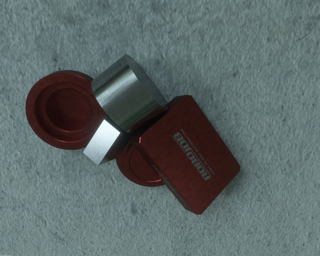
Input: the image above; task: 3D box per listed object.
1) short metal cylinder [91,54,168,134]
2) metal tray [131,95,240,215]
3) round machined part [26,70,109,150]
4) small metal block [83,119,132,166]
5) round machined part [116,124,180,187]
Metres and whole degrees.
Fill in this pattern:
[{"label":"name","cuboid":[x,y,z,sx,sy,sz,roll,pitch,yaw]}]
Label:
[{"label":"short metal cylinder","cuboid":[-0.035,-0.040,0.367,0.050,0.080,0.080,-36,107,12]},{"label":"metal tray","cuboid":[0.036,0.034,0.398,0.090,0.030,0.130,-43,108,-19]},{"label":"round machined part","cuboid":[-0.112,-0.025,0.391,0.099,0.042,0.097,0,110,-1]},{"label":"small metal block","cuboid":[-0.060,0.015,0.383,0.025,0.050,0.050,39,107,12]},{"label":"round machined part","cuboid":[-0.011,0.037,0.415,0.099,0.042,0.097,0,110,-1]}]
